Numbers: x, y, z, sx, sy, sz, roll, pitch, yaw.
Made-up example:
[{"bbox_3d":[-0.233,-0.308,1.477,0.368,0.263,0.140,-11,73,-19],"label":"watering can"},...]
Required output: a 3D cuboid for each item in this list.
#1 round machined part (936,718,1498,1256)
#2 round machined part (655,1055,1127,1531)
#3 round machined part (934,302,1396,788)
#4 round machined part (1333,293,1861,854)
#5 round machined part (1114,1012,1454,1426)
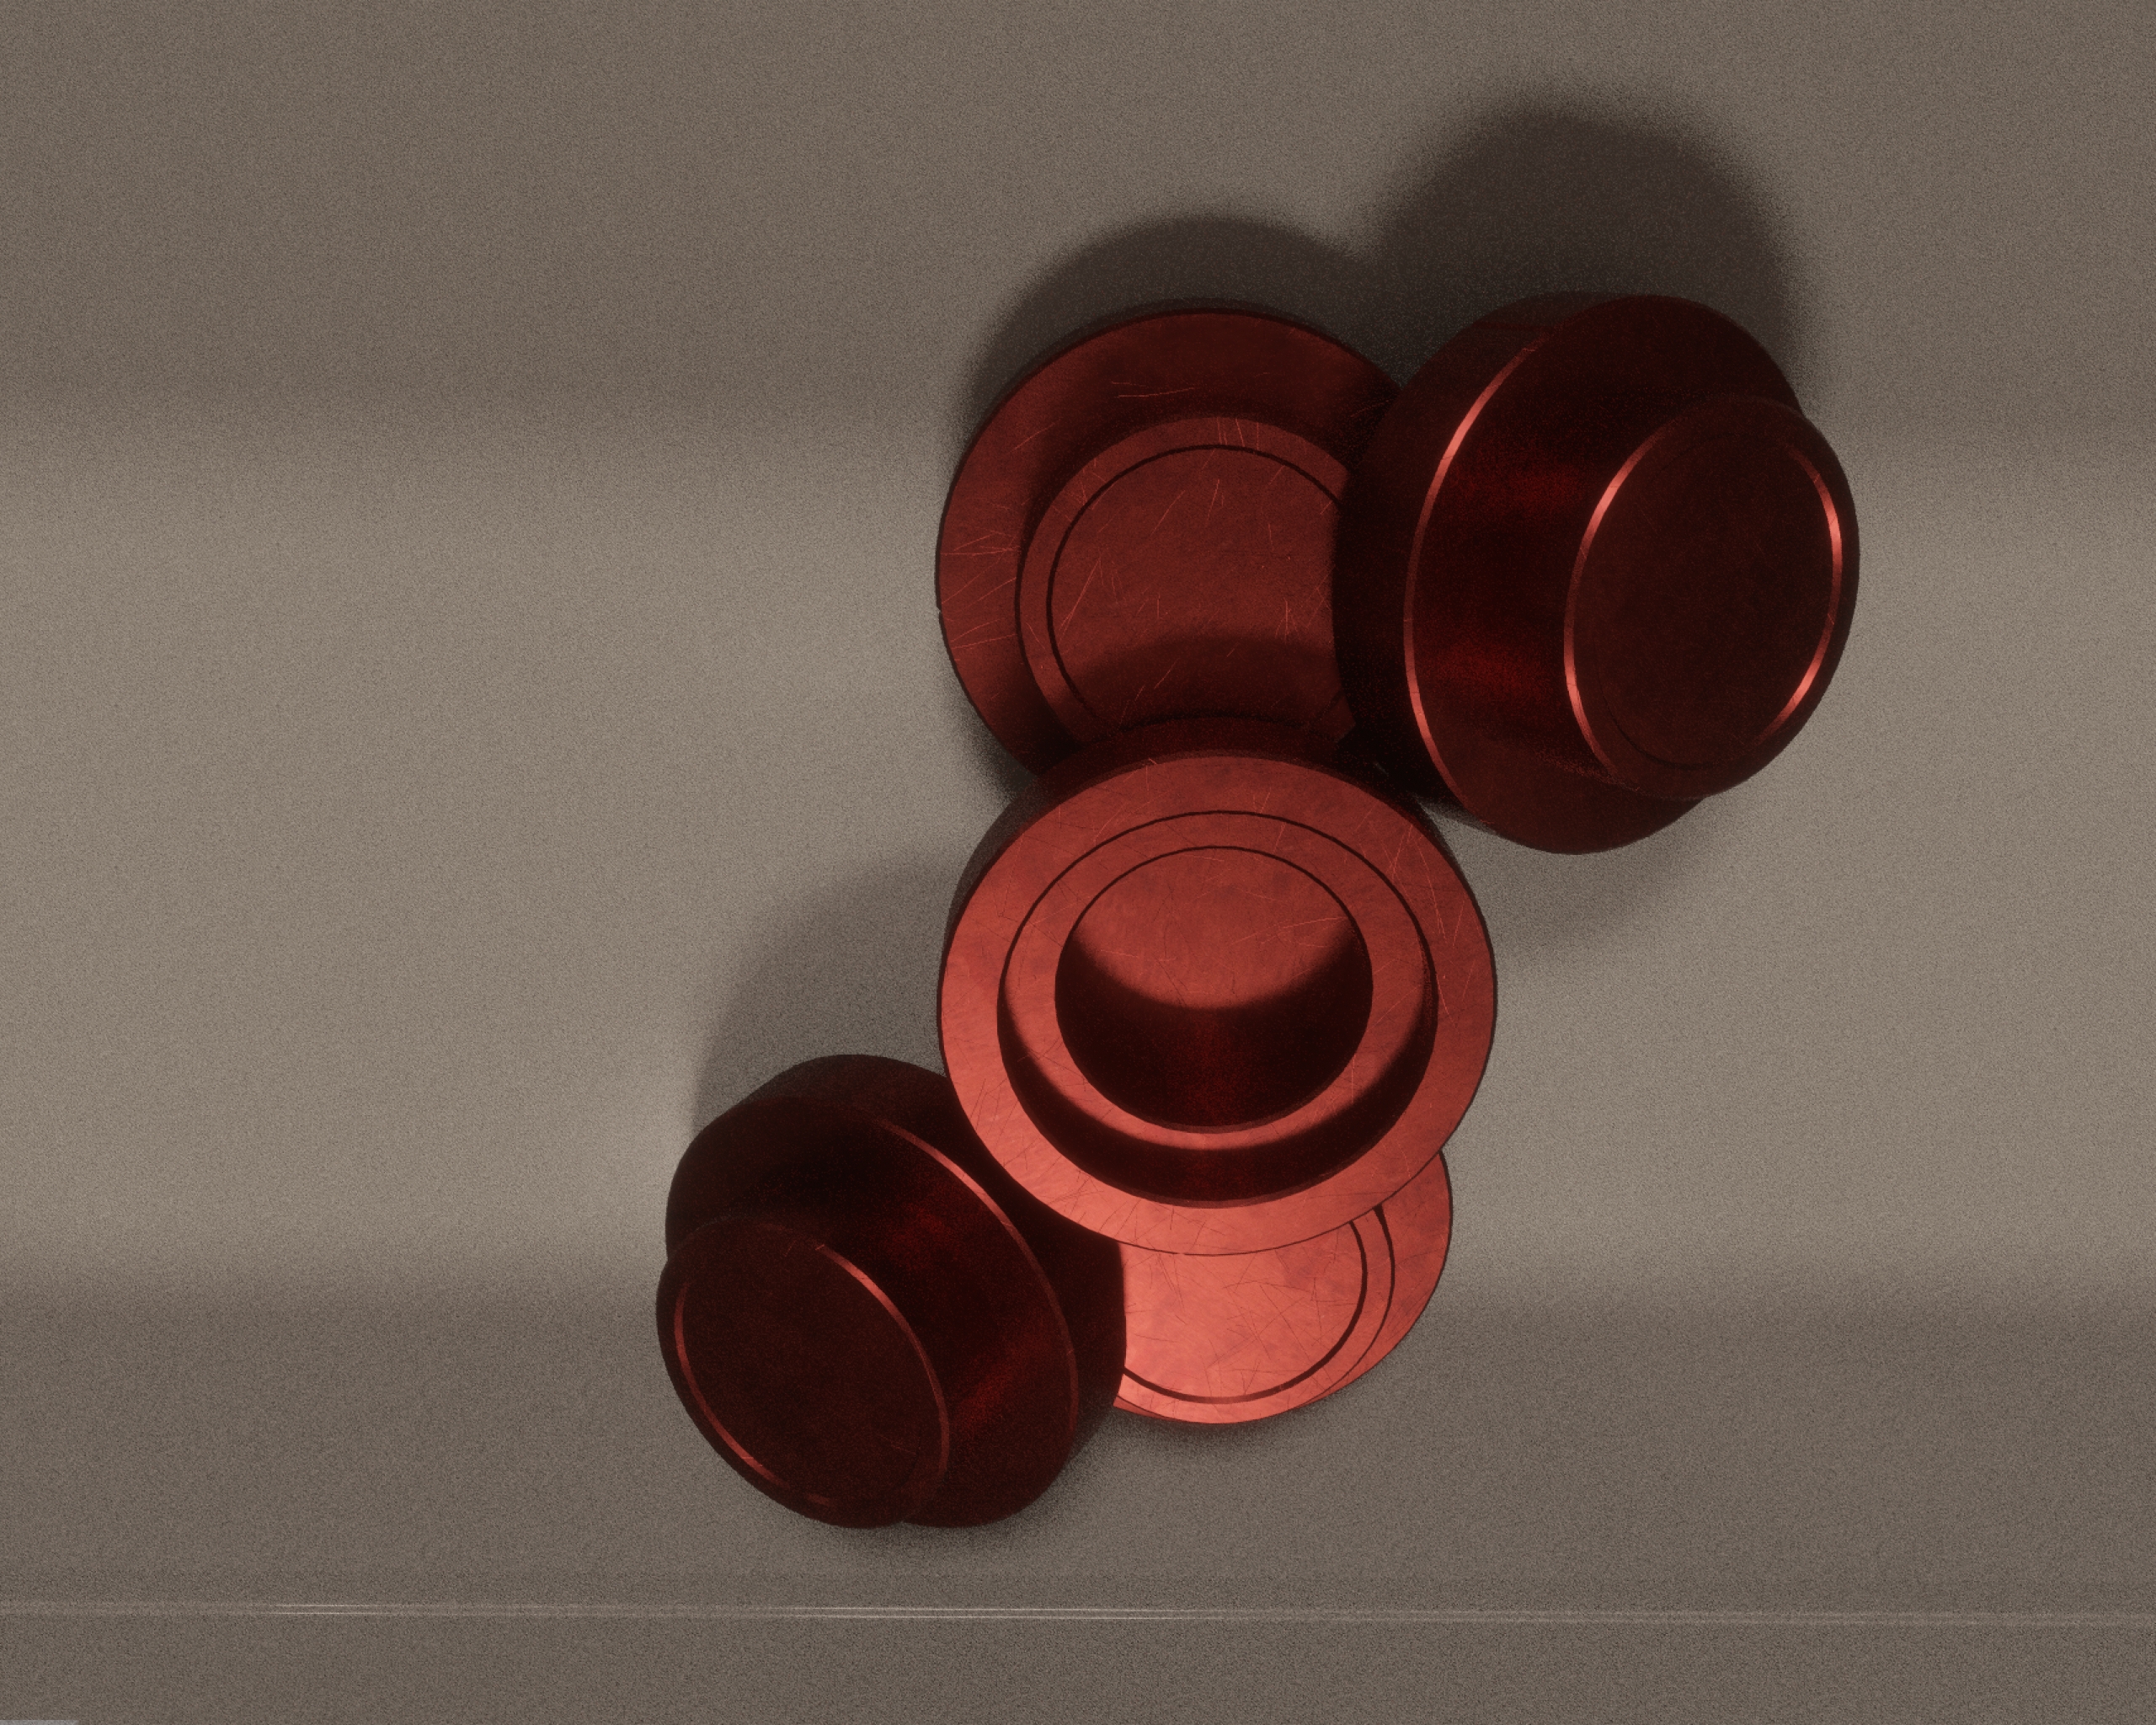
[{"bbox_3d":[0.024,0.020,0.385,0.099,0.042,0.097,0,110,-1],"label":"round machined part"},{"bbox_3d":[-0.043,0.091,0.411,0.098,0.042,0.097,13,117,26],"label":"round machined part"},{"bbox_3d":[0.023,-0.051,0.382,0.099,0.042,0.097,0,110,-1],"label":"round machined part"},{"bbox_3d":[0.096,-0.048,0.361,0.099,0.042,0.097,-10,110,-29],"label":"round machined part"},{"bbox_3d":[0.028,0.075,0.429,0.099,0.042,0.097,0,110,-1],"label":"round machined part"}]
